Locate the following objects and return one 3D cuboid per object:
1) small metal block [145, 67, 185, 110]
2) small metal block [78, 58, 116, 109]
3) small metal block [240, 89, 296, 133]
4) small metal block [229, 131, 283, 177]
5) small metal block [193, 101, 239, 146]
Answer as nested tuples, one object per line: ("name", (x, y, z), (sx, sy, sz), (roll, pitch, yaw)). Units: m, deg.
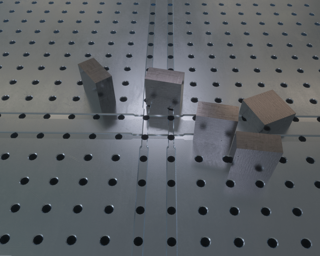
("small metal block", (0.007, -0.055, 0.438), (0.050, 0.050, 0.025), (10, 51, 8))
("small metal block", (-0.090, -0.064, 0.445), (0.025, 0.050, 0.050), (-30, 56, -23))
("small metal block", (0.147, -0.021, 0.426), (0.050, 0.025, 0.050), (-19, 53, -15))
("small metal block", (0.111, 0.031, 0.366), (0.050, 0.050, 0.025), (6, 50, 5))
("small metal block", (0.070, -0.005, 0.396), (0.050, 0.050, 0.025), (8, 51, 7))
